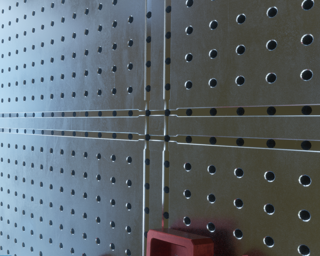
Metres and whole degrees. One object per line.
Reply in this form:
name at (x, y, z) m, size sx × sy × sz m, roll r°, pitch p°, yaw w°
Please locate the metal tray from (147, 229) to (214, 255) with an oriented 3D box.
metal tray at (0.019, 0.190, 0.360) m, size 0.090 × 0.030 × 0.129 m, roll -12°, pitch 72°, yaw 53°
